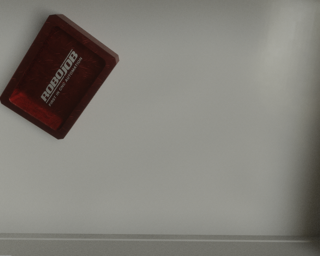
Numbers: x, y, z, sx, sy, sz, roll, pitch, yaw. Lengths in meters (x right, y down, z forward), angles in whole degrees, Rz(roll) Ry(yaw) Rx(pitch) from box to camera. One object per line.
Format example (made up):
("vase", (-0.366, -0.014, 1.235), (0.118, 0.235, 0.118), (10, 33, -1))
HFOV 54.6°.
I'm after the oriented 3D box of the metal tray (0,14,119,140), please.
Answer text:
("metal tray", (-0.124, -0.061, 0.385), (0.090, 0.030, 0.130), (35, 106, -12))
